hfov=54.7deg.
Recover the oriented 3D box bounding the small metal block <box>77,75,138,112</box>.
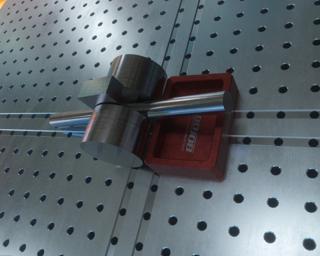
[{"bbox_3d":[-0.065,-0.038,0.389,0.050,0.050,0.025,-4,60,36],"label":"small metal block"}]

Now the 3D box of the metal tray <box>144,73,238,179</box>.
[{"bbox_3d":[0.041,-0.006,0.387,0.090,0.030,0.130,1,62,28],"label":"metal tray"}]

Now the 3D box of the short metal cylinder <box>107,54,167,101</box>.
[{"bbox_3d":[-0.035,-0.055,0.423,0.080,0.080,0.050,1,62,28],"label":"short metal cylinder"}]

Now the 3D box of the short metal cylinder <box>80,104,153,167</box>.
[{"bbox_3d":[-0.054,0.012,0.393,0.080,0.080,0.050,2,63,29],"label":"short metal cylinder"}]

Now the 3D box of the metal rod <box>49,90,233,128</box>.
[{"bbox_3d":[-0.049,-0.020,0.416,0.300,0.025,0.025,-4,60,36],"label":"metal rod"}]
